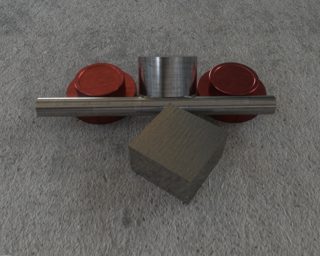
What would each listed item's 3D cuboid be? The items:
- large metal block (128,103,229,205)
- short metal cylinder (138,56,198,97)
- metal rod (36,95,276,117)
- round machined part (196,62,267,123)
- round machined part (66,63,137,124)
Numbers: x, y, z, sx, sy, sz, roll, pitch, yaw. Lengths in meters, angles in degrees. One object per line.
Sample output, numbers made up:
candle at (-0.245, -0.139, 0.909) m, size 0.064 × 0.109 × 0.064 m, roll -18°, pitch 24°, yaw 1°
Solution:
large metal block at (0.022, 0.028, 0.363) m, size 0.080 × 0.050 × 0.080 m, roll 28°, pitch 56°, yaw 22°
short metal cylinder at (0.011, -0.073, 0.426) m, size 0.080 × 0.050 × 0.080 m, roll 0°, pitch 15°, yaw 0°
metal rod at (-0.004, -0.028, 0.401) m, size 0.302 × 0.025 × 0.025 m, roll -1°, pitch 50°, yaw -1°
round machined part at (0.102, -0.056, 0.442) m, size 0.099 × 0.042 × 0.098 m, roll 0°, pitch 50°, yaw 0°
round machined part at (-0.083, -0.055, 0.438) m, size 0.099 × 0.042 × 0.098 m, roll 0°, pitch 50°, yaw 0°
